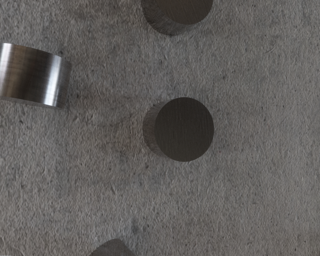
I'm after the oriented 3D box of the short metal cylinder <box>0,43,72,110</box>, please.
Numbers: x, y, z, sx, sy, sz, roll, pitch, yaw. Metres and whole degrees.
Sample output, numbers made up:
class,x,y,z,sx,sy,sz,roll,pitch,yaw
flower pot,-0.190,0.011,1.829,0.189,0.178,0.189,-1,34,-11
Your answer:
class,x,y,z,sx,sy,sz,roll,pitch,yaw
short metal cylinder,-0.139,-0.052,0.328,0.081,0.080,0.050,11,87,-20

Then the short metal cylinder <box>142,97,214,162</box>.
class,x,y,z,sx,sy,sz,roll,pitch,yaw
short metal cylinder,0.023,0.002,0.404,0.081,0.050,0.080,0,90,-20

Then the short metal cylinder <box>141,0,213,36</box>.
class,x,y,z,sx,sy,sz,roll,pitch,yaw
short metal cylinder,0.021,-0.167,0.403,0.081,0.050,0.080,0,90,-20

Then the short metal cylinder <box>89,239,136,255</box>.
class,x,y,z,sx,sy,sz,roll,pitch,yaw
short metal cylinder,-0.058,0.178,0.359,0.080,0.080,0.050,-42,103,-15
